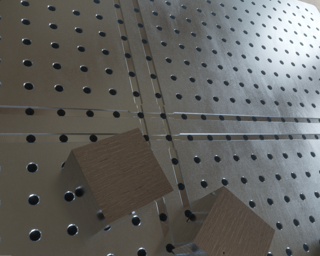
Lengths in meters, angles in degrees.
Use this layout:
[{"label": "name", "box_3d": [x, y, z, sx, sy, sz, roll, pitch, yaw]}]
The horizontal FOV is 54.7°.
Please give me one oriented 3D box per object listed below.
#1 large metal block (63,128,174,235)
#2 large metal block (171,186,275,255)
[{"label": "large metal block", "box_3d": [-0.046, 0.055, 0.335, 0.081, 0.050, 0.080, -19, 72, -36]}, {"label": "large metal block", "box_3d": [0.074, 0.129, 0.355, 0.080, 0.050, 0.080, 41, 51, 0]}]
